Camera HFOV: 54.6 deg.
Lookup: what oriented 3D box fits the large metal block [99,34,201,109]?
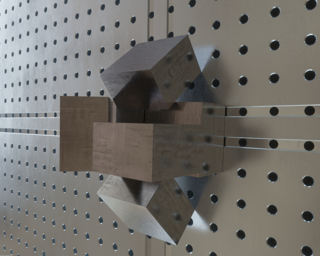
[{"bbox_3d":[-0.010,-0.066,0.373,0.080,0.080,0.050,3,130,40],"label":"large metal block"}]

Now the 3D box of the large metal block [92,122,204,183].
[{"bbox_3d":[-0.011,0.020,0.318,0.080,0.081,0.050,2,91,40],"label":"large metal block"}]

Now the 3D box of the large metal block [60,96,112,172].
[{"bbox_3d":[-0.084,0.005,0.368,0.050,0.080,0.080,1,91,-5],"label":"large metal block"}]

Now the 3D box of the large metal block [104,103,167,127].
[{"bbox_3d":[-0.036,0.006,0.425,0.080,0.050,0.080,9,96,39],"label":"large metal block"}]

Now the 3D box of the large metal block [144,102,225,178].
[{"bbox_3d":[0.028,0.010,0.370,0.080,0.050,0.080,4,93,40],"label":"large metal block"}]

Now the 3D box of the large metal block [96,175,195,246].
[{"bbox_3d":[-0.016,0.091,0.380,0.080,0.050,0.080,3,137,40],"label":"large metal block"}]
